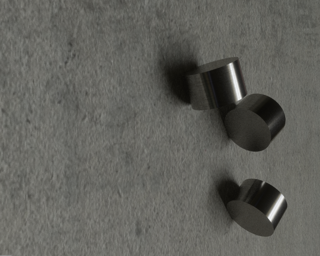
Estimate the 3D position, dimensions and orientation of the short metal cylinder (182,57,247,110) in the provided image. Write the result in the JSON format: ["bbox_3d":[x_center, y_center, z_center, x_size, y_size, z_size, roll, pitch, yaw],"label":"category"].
[{"bbox_3d":[0.077,-0.063,0.435,0.081,0.080,0.050,-31,110,-36],"label":"short metal cylinder"}]

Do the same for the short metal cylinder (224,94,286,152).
[{"bbox_3d":[0.152,-0.009,0.500,0.050,0.080,0.080,-38,114,-34],"label":"short metal cylinder"}]

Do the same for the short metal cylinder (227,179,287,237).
[{"bbox_3d":[0.157,0.129,0.504,0.050,0.080,0.080,-44,117,-31],"label":"short metal cylinder"}]
